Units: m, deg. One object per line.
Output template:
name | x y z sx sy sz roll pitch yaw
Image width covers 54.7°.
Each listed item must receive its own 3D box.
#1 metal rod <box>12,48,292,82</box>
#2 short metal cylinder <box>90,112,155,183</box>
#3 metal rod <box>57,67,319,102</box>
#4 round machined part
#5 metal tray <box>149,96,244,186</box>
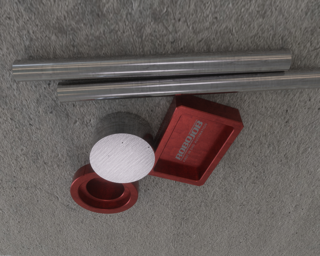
metal rod | -0.010 -0.070 0.347 0.302 0.025 0.025 -2 130 1
short metal cylinder | -0.048 0.026 0.406 0.081 0.050 0.079 -2 124 -3
metal rod | 0.033 -0.051 0.364 0.302 0.025 0.025 -3 130 2
round machined part | -0.081 0.083 0.466 0.099 0.042 0.097 0 131 0
metal tray | 0.042 0.021 0.421 0.091 0.030 0.129 15 129 -13
